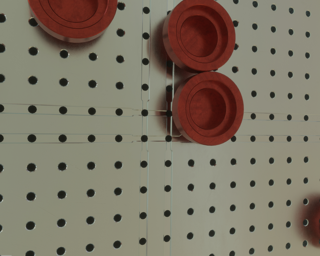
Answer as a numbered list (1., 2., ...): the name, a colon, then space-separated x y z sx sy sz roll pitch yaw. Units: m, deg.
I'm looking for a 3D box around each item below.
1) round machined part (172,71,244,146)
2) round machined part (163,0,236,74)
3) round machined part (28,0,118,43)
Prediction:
1. round machined part: 0.061 -0.026 0.425 0.099 0.042 0.097 -1 91 -20
2. round machined part: 0.049 -0.122 0.421 0.099 0.042 0.097 0 90 -20
3. round machined part: -0.103 -0.149 0.365 0.099 0.042 0.097 0 90 -20
